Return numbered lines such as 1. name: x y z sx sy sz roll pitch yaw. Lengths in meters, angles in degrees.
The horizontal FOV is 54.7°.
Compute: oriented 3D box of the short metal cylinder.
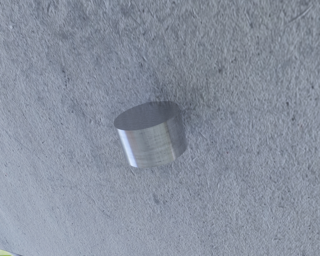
1. short metal cylinder: -0.011 0.006 0.381 0.080 0.080 0.050 -1 118 28
